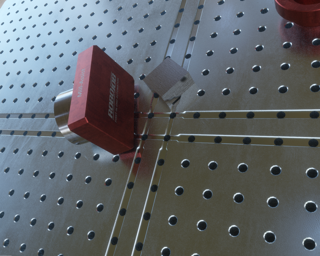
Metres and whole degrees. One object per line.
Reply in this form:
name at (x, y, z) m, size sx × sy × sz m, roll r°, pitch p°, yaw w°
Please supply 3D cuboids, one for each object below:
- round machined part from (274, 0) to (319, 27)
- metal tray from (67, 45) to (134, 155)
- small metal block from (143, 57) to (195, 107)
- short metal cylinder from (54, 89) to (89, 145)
round machined part at (0.200, -0.170, 0.397) m, size 0.098 × 0.042 × 0.098 m, roll -13°, pitch 56°, yaw 21°
metal tray at (-0.075, -0.038, 0.426) m, size 0.030 × 0.090 × 0.130 m, roll -22°, pitch 52°, yaw 27°
small metal block at (0.012, -0.067, 0.443) m, size 0.050 × 0.025 × 0.050 m, roll -43°, pitch 51°, yaw -2°
short metal cylinder at (-0.103, -0.021, 0.440) m, size 0.050 × 0.080 × 0.080 m, roll -16°, pitch 55°, yaw 19°
